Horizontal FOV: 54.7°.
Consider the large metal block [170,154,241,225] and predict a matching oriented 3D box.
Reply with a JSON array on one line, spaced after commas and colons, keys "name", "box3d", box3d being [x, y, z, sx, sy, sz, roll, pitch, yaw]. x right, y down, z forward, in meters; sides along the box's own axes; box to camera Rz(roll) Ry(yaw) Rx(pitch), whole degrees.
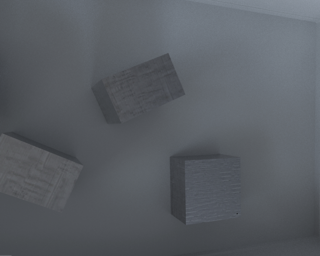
[{"name": "large metal block", "box3d": [0.061, 0.079, 0.420, 0.081, 0.050, 0.080, -1, 91, -20]}]

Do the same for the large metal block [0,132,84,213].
[{"name": "large metal block", "box3d": [-0.135, 0.044, 0.332, 0.080, 0.080, 0.050, 26, 82, -18]}]

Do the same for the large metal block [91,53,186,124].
[{"name": "large metal block", "box3d": [-0.029, -0.044, 0.370, 0.081, 0.080, 0.050, -26, 99, -18]}]
